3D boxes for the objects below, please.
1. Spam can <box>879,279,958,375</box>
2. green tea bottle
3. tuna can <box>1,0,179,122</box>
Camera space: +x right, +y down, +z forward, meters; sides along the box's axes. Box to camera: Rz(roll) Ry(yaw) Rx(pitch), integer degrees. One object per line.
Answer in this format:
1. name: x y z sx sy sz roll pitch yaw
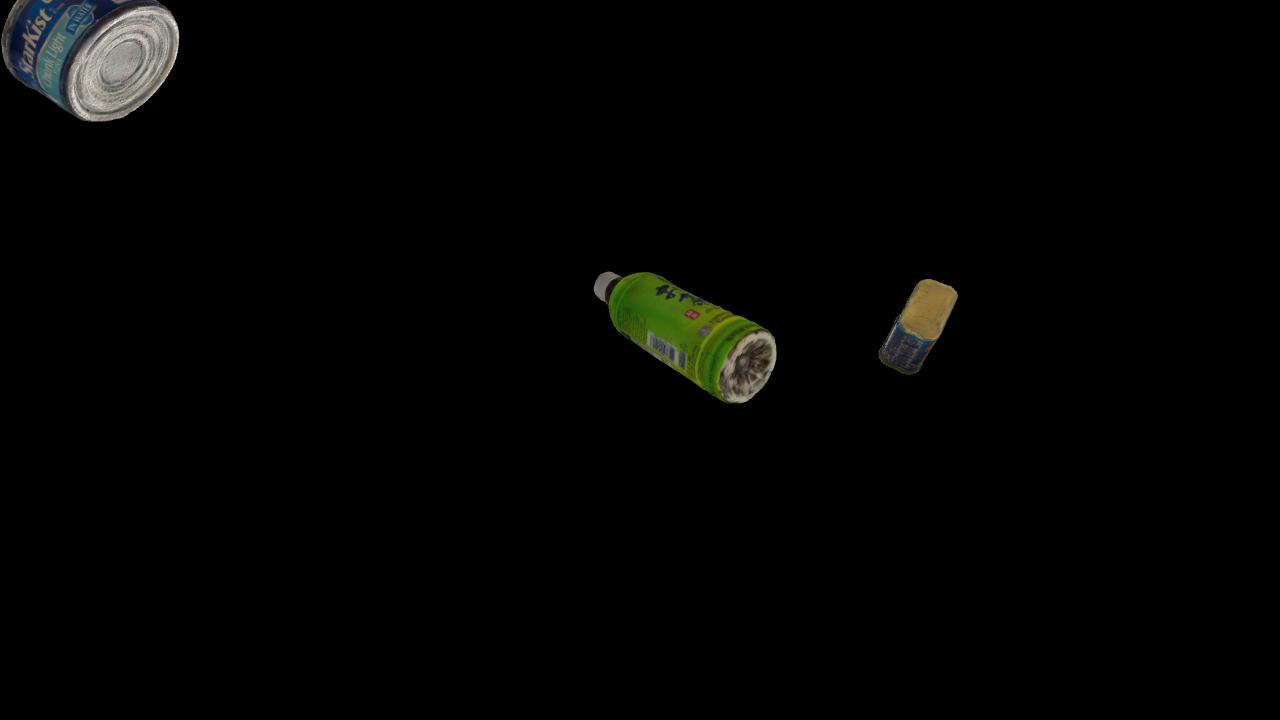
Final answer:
1. Spam can: 0.369 -0.045 0.817 0.058 0.101 0.085 27 -27 19
2. green tea bottle: 0.026 -0.035 0.567 0.073 0.073 0.212 0 24 -43
3. tuna can: -0.313 -0.181 0.356 0.034 0.084 0.084 37 -12 -17
